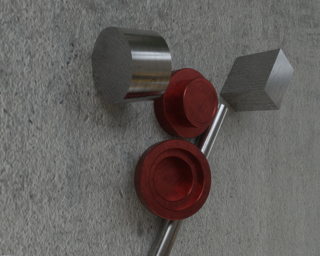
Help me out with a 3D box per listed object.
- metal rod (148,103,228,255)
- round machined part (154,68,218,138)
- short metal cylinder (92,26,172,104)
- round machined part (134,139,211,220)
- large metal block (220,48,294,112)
[{"bbox_3d":[0.032,0.095,0.431,0.025,0.025,0.300,39,66,-33],"label":"metal rod"},{"bbox_3d":[0.043,-0.034,0.429,0.099,0.042,0.097,0,90,-40],"label":"round machined part"},{"bbox_3d":[-0.033,-0.068,0.341,0.050,0.080,0.079,-9,96,-40],"label":"short metal cylinder"},{"bbox_3d":[0.013,0.064,0.394,0.099,0.042,0.097,4,82,-26],"label":"round machined part"},{"bbox_3d":[0.156,-0.074,0.499,0.050,0.080,0.080,42,65,-32],"label":"large metal block"}]
